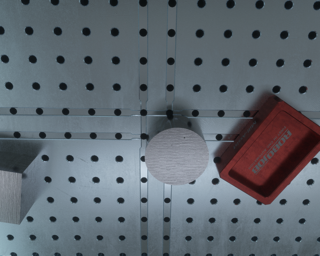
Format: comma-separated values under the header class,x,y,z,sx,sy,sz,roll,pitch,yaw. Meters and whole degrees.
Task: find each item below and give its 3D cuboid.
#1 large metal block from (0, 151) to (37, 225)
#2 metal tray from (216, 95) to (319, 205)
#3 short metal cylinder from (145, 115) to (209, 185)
class,x,y,z,sx,sy,sz,roll,pitch,yaw
large metal block,-0.222,0.079,0.427,0.081,0.050,0.079,10,110,-4
metal tray,0.151,0.033,0.424,0.090,0.030,0.129,32,107,-11
short metal cylinder,0.021,0.028,0.411,0.081,0.050,0.079,0,110,0
